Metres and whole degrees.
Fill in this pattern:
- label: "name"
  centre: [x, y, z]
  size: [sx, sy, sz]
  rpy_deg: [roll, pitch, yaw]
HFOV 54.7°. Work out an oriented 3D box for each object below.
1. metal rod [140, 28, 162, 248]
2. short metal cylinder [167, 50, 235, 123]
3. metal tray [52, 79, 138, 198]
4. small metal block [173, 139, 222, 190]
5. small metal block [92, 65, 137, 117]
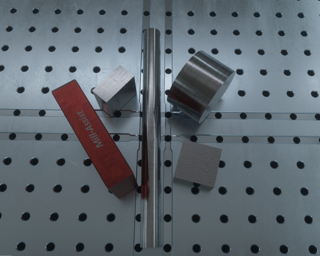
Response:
- label: "metal rod"
  centre: [-0.011, -0.001, 0.411]
  size: [0.025, 0.025, 0.299]
  rpy_deg: [0, 70, -1]
- label: "short metal cylinder"
  centre: [0.053, -0.053, 0.402]
  size: [0.050, 0.080, 0.080]
  rpy_deg: [36, 74, 12]
- label: "metal tray"
  centre: [-0.075, 0.016, 0.370]
  size: [0.030, 0.090, 0.130]
  rpy_deg: [-31, 73, -11]
- label: "small metal block"
  centre: [0.048, 0.047, 0.396]
  size: [0.050, 0.025, 0.050]
  rpy_deg: [14, 71, 5]
- label: "small metal block"
  centre: [-0.059, -0.048, 0.414]
  size: [0.025, 0.050, 0.050]
  rpy_deg: [40, 75, 13]
